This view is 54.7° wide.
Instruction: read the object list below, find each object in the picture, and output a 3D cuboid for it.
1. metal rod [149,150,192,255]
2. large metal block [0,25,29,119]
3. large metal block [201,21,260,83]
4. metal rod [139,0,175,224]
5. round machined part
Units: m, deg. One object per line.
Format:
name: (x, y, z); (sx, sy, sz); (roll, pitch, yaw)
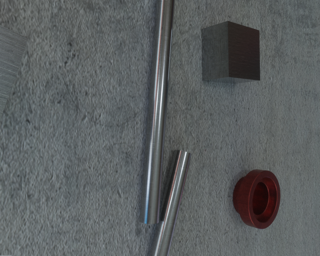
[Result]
metal rod: (-0.004, 0.176, 0.404); (0.025, 0.025, 0.299); (23, 75, -38)
large metal block: (-0.166, -0.050, 0.249); (0.080, 0.050, 0.080); (22, 76, -38)
large metal block: (0.112, -0.114, 0.485); (0.081, 0.050, 0.079); (-3, 92, -40)
metal rod: (-0.003, -0.029, 0.404); (0.025, 0.025, 0.298); (7, 86, -40)
round machined part: (0.163, 0.120, 0.534); (0.099, 0.042, 0.097); (0, 90, -40)
